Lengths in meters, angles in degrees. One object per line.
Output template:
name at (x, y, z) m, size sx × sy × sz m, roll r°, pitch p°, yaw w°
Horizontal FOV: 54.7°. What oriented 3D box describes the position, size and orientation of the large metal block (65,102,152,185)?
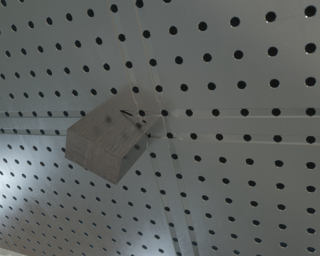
large metal block at (-0.069, 0.018, 0.422) m, size 0.080 × 0.080 × 0.050 m, roll 26°, pitch 127°, yaw 11°
